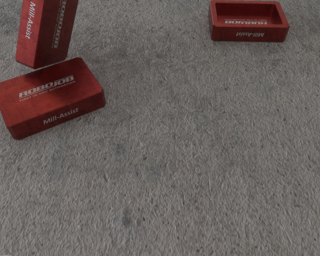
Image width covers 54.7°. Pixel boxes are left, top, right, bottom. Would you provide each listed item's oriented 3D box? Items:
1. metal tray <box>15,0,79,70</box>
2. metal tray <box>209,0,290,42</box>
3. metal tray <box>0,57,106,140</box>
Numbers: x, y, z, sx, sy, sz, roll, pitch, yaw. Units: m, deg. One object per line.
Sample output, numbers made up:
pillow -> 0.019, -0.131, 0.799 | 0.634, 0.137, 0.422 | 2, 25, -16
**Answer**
metal tray -> -0.159, -0.157, 0.446 | 0.030, 0.129, 0.090 | 23, 25, 5
metal tray -> 0.158, -0.196, 0.565 | 0.131, 0.030, 0.090 | 1, 50, 1
metal tray -> -0.155, -0.046, 0.437 | 0.131, 0.030, 0.090 | -24, 54, -19
